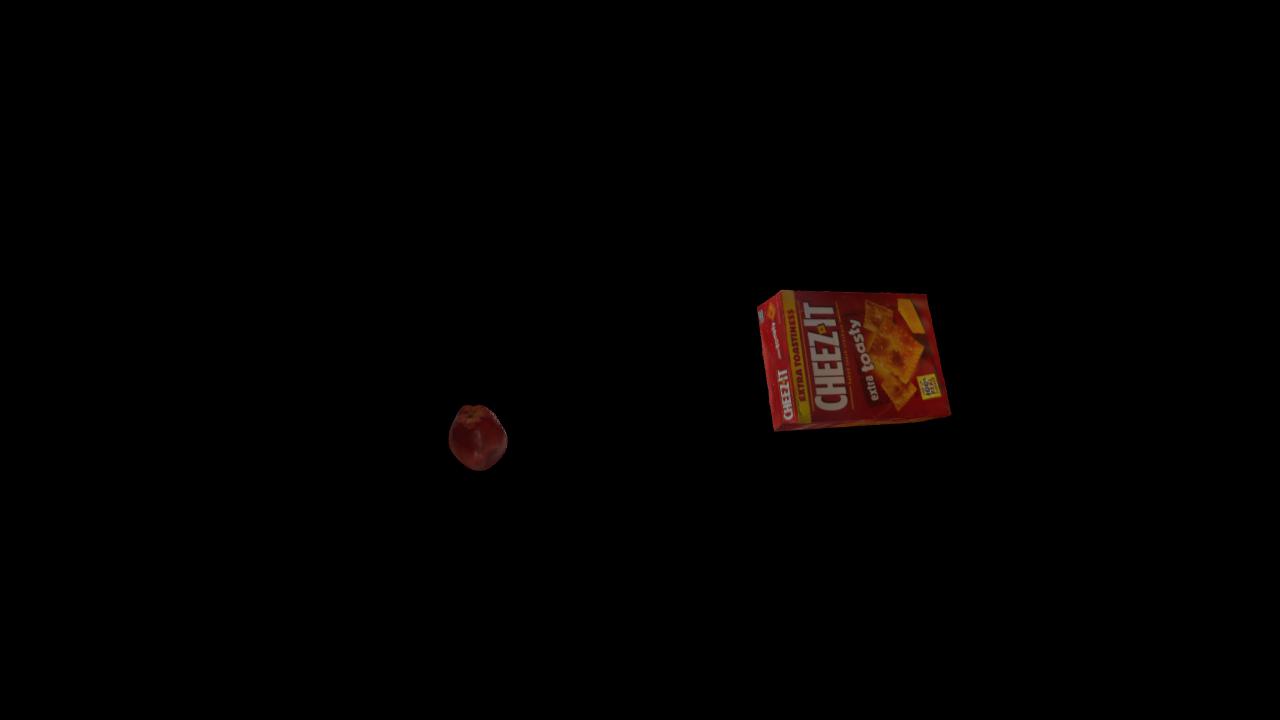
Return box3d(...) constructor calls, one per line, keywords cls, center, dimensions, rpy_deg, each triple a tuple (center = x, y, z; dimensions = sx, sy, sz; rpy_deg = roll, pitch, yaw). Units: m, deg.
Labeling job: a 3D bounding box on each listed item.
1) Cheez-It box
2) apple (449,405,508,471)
box3d(cls="Cheez-It box", center=(0.268, -0.001, 0.778), dimensions=(0.223, 0.166, 0.071), rpy_deg=(-1, -14, -17))
box3d(cls="apple", center=(-0.220, 0.106, 0.831), dimensions=(0.079, 0.093, 0.079), rpy_deg=(2, 41, -2))
